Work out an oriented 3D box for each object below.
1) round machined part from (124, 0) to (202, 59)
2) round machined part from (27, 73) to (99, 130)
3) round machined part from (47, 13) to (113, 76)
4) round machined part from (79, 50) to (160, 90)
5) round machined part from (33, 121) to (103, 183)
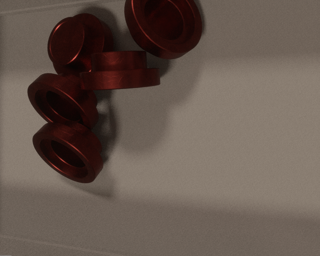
[{"bbox_3d":[0.001,-0.130,0.381,0.042,0.099,0.097,-22,81,56],"label":"round machined part"},{"bbox_3d":[-0.127,-0.037,0.426,0.098,0.097,0.042,17,52,19],"label":"round machined part"},{"bbox_3d":[-0.117,-0.114,0.431,0.098,0.042,0.097,-5,80,29],"label":"round machined part"},{"bbox_3d":[-0.050,-0.073,0.385,0.098,0.098,0.042,1,102,19],"label":"round machined part"},{"bbox_3d":[-0.119,0.028,0.424,0.098,0.042,0.097,19,140,17],"label":"round machined part"}]
